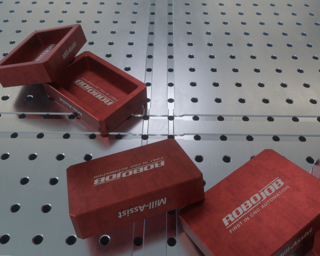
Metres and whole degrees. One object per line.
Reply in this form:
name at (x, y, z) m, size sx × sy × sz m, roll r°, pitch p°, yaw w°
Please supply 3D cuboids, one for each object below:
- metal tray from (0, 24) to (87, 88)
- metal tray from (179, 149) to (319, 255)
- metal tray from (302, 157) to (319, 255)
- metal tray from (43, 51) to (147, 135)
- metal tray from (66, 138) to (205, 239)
metal tray at (-0.177, -0.113, 0.471) m, size 0.090 × 0.030 × 0.130 m, roll -4°, pitch 39°, yaw 16°
metal tray at (0.097, 0.084, 0.311) m, size 0.131 × 0.030 × 0.090 m, roll -31°, pitch 42°, yaw -17°
metal tray at (0.208, 0.094, 0.326) m, size 0.090 × 0.030 × 0.130 m, roll 18°, pitch 52°, yaw 14°
metal tray at (-0.094, -0.056, 0.450) m, size 0.130 × 0.030 × 0.090 m, roll 33°, pitch 57°, yaw 24°
metal tray at (-0.030, 0.058, 0.333) m, size 0.131 × 0.030 × 0.090 m, roll -15°, pitch 27°, yaw -12°
